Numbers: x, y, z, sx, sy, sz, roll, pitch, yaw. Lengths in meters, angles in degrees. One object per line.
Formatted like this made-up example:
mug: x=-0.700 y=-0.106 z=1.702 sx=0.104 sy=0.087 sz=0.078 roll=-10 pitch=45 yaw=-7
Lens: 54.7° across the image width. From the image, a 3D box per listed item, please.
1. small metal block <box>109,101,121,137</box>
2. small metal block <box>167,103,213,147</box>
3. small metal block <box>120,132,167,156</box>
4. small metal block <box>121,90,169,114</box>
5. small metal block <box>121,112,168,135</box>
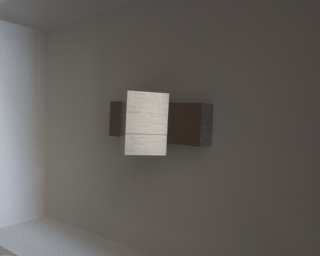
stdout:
small metal block: x=-0.045 y=-0.012 z=0.440 sx=0.050 sy=0.025 sz=0.050 roll=5 pitch=93 yaw=39
small metal block: x=0.035 y=-0.005 z=0.375 sx=0.050 sy=0.025 sz=0.050 roll=4 pitch=93 yaw=39
small metal block: x=-0.023 y=0.019 z=0.392 sx=0.050 sy=0.050 sz=0.025 roll=-172 pitch=84 yaw=-76
small metal block: x=-0.020 y=-0.031 z=0.389 sx=0.050 sy=0.050 sz=0.025 roll=-169 pitch=81 yaw=-76
small metal block: x=-0.021 y=-0.006 z=0.391 sx=0.050 sy=0.050 sz=0.025 roll=-172 pitch=84 yaw=-76
